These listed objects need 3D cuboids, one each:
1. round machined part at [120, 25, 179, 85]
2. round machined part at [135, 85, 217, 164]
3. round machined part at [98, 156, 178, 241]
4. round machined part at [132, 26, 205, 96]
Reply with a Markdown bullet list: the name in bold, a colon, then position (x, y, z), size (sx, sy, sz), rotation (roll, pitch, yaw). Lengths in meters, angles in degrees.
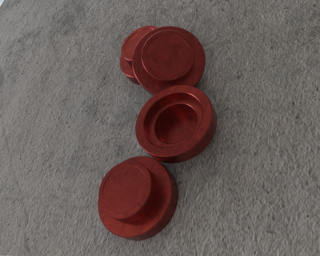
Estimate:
- **round machined part**: position (-0.020, -0.118, 0.476), size (0.098, 0.042, 0.098), rotation (-13, 56, 21)
- **round machined part**: position (0.023, -0.001, 0.382), size (0.098, 0.042, 0.098), rotation (-13, 56, 21)
- **round machined part**: position (-0.032, 0.077, 0.363), size (0.098, 0.042, 0.098), rotation (-13, 56, 21)
- **round machined part**: position (0.011, -0.091, 0.414), size (0.099, 0.042, 0.097), rotation (0, 83, 3)
